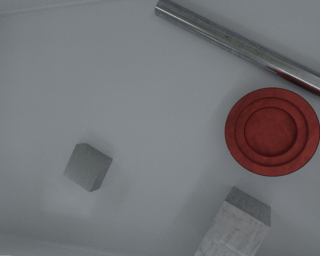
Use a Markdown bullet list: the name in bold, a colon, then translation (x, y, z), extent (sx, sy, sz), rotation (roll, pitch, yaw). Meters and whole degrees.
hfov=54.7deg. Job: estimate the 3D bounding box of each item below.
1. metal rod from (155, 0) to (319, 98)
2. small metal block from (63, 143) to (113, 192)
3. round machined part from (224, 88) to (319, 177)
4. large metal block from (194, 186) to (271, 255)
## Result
- **metal rod**: translation (0.123, -0.083, 0.367), extent (0.300, 0.025, 0.025), rotation (32, 100, 16)
- **small metal block**: translation (-0.104, 0.056, 0.446), extent (0.050, 0.025, 0.050), rotation (29, 99, 17)
- **round machined part**: translation (0.127, 0.004, 0.357), extent (0.098, 0.042, 0.097), rotation (0, 90, 19)
- **large metal block**: translation (0.083, 0.120, 0.352), extent (0.050, 0.080, 0.080), rotation (29, 99, 17)
